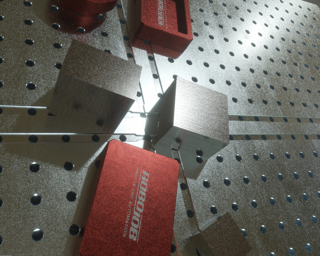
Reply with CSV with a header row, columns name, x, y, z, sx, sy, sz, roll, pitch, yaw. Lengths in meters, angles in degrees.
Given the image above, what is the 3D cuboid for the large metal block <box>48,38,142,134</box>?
name,x,y,z,sx,sy,sz,roll,pitch,yaw
large metal block,-0.076,-0.044,0.359,0.080,0.080,0.050,19,54,-17

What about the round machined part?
name,x,y,z,sx,sy,sz,roll,pitch,yaw
round machined part,-0.111,-0.207,0.464,0.099,0.042,0.098,14,56,-21

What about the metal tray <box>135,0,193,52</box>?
name,x,y,z,sx,sy,sz,roll,pitch,yaw
metal tray,0.005,-0.198,0.527,0.091,0.030,0.130,12,57,-22

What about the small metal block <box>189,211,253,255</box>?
name,x,y,z,sx,sy,sz,roll,pitch,yaw
small metal block,0.072,0.135,0.364,0.050,0.025,0.050,-23,74,-36

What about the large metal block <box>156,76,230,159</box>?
name,x,y,z,sx,sy,sz,roll,pitch,yaw
large metal block,0.045,-0.013,0.424,0.081,0.050,0.080,18,55,-18

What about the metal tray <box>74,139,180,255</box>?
name,x,y,z,sx,sy,sz,roll,pitch,yaw
metal tray,-0.030,0.085,0.337,0.091,0.030,0.130,20,54,-16
